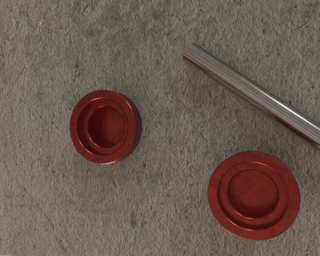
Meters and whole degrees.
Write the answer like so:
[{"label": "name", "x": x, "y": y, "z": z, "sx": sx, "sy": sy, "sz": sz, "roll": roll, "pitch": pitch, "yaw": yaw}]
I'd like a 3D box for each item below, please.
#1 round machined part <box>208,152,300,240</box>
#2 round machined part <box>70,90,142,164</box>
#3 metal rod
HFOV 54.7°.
[{"label": "round machined part", "x": 0.108, "y": 0.075, "z": 0.362, "sx": 0.098, "sy": 0.042, "sz": 0.097, "roll": 0, "pitch": 90, "yaw": 19}, {"label": "round machined part", "x": -0.070, "y": -0.001, "z": 0.423, "sx": 0.098, "sy": 0.042, "sz": 0.097, "roll": 0, "pitch": 90, "yaw": 19}, {"label": "metal rod", "x": 0.152, "y": -0.010, "z": 0.355, "sx": 0.300, "sy": 0.025, "sz": 0.025, "roll": 38, "pitch": 102, "yaw": 15}]
